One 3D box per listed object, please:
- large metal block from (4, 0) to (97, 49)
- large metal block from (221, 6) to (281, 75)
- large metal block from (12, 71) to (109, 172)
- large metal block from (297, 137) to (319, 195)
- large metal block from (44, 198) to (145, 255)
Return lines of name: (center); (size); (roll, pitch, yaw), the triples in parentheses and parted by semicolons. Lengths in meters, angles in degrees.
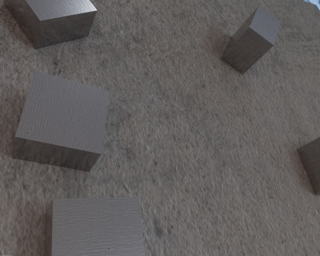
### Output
large metal block: (-0.145, -0.159, 0.408); (0.081, 0.050, 0.080); (-29, 78, -38)
large metal block: (0.162, -0.156, 0.554); (0.050, 0.080, 0.080); (35, 51, -6)
large metal block: (-0.105, -0.005, 0.335); (0.081, 0.050, 0.080); (14, 56, -21)
large metal block: (0.286, 0.062, 0.507); (0.081, 0.050, 0.080); (3, 60, -27)
large metal block: (-0.062, 0.112, 0.287); (0.081, 0.050, 0.080); (6, 59, -26)
